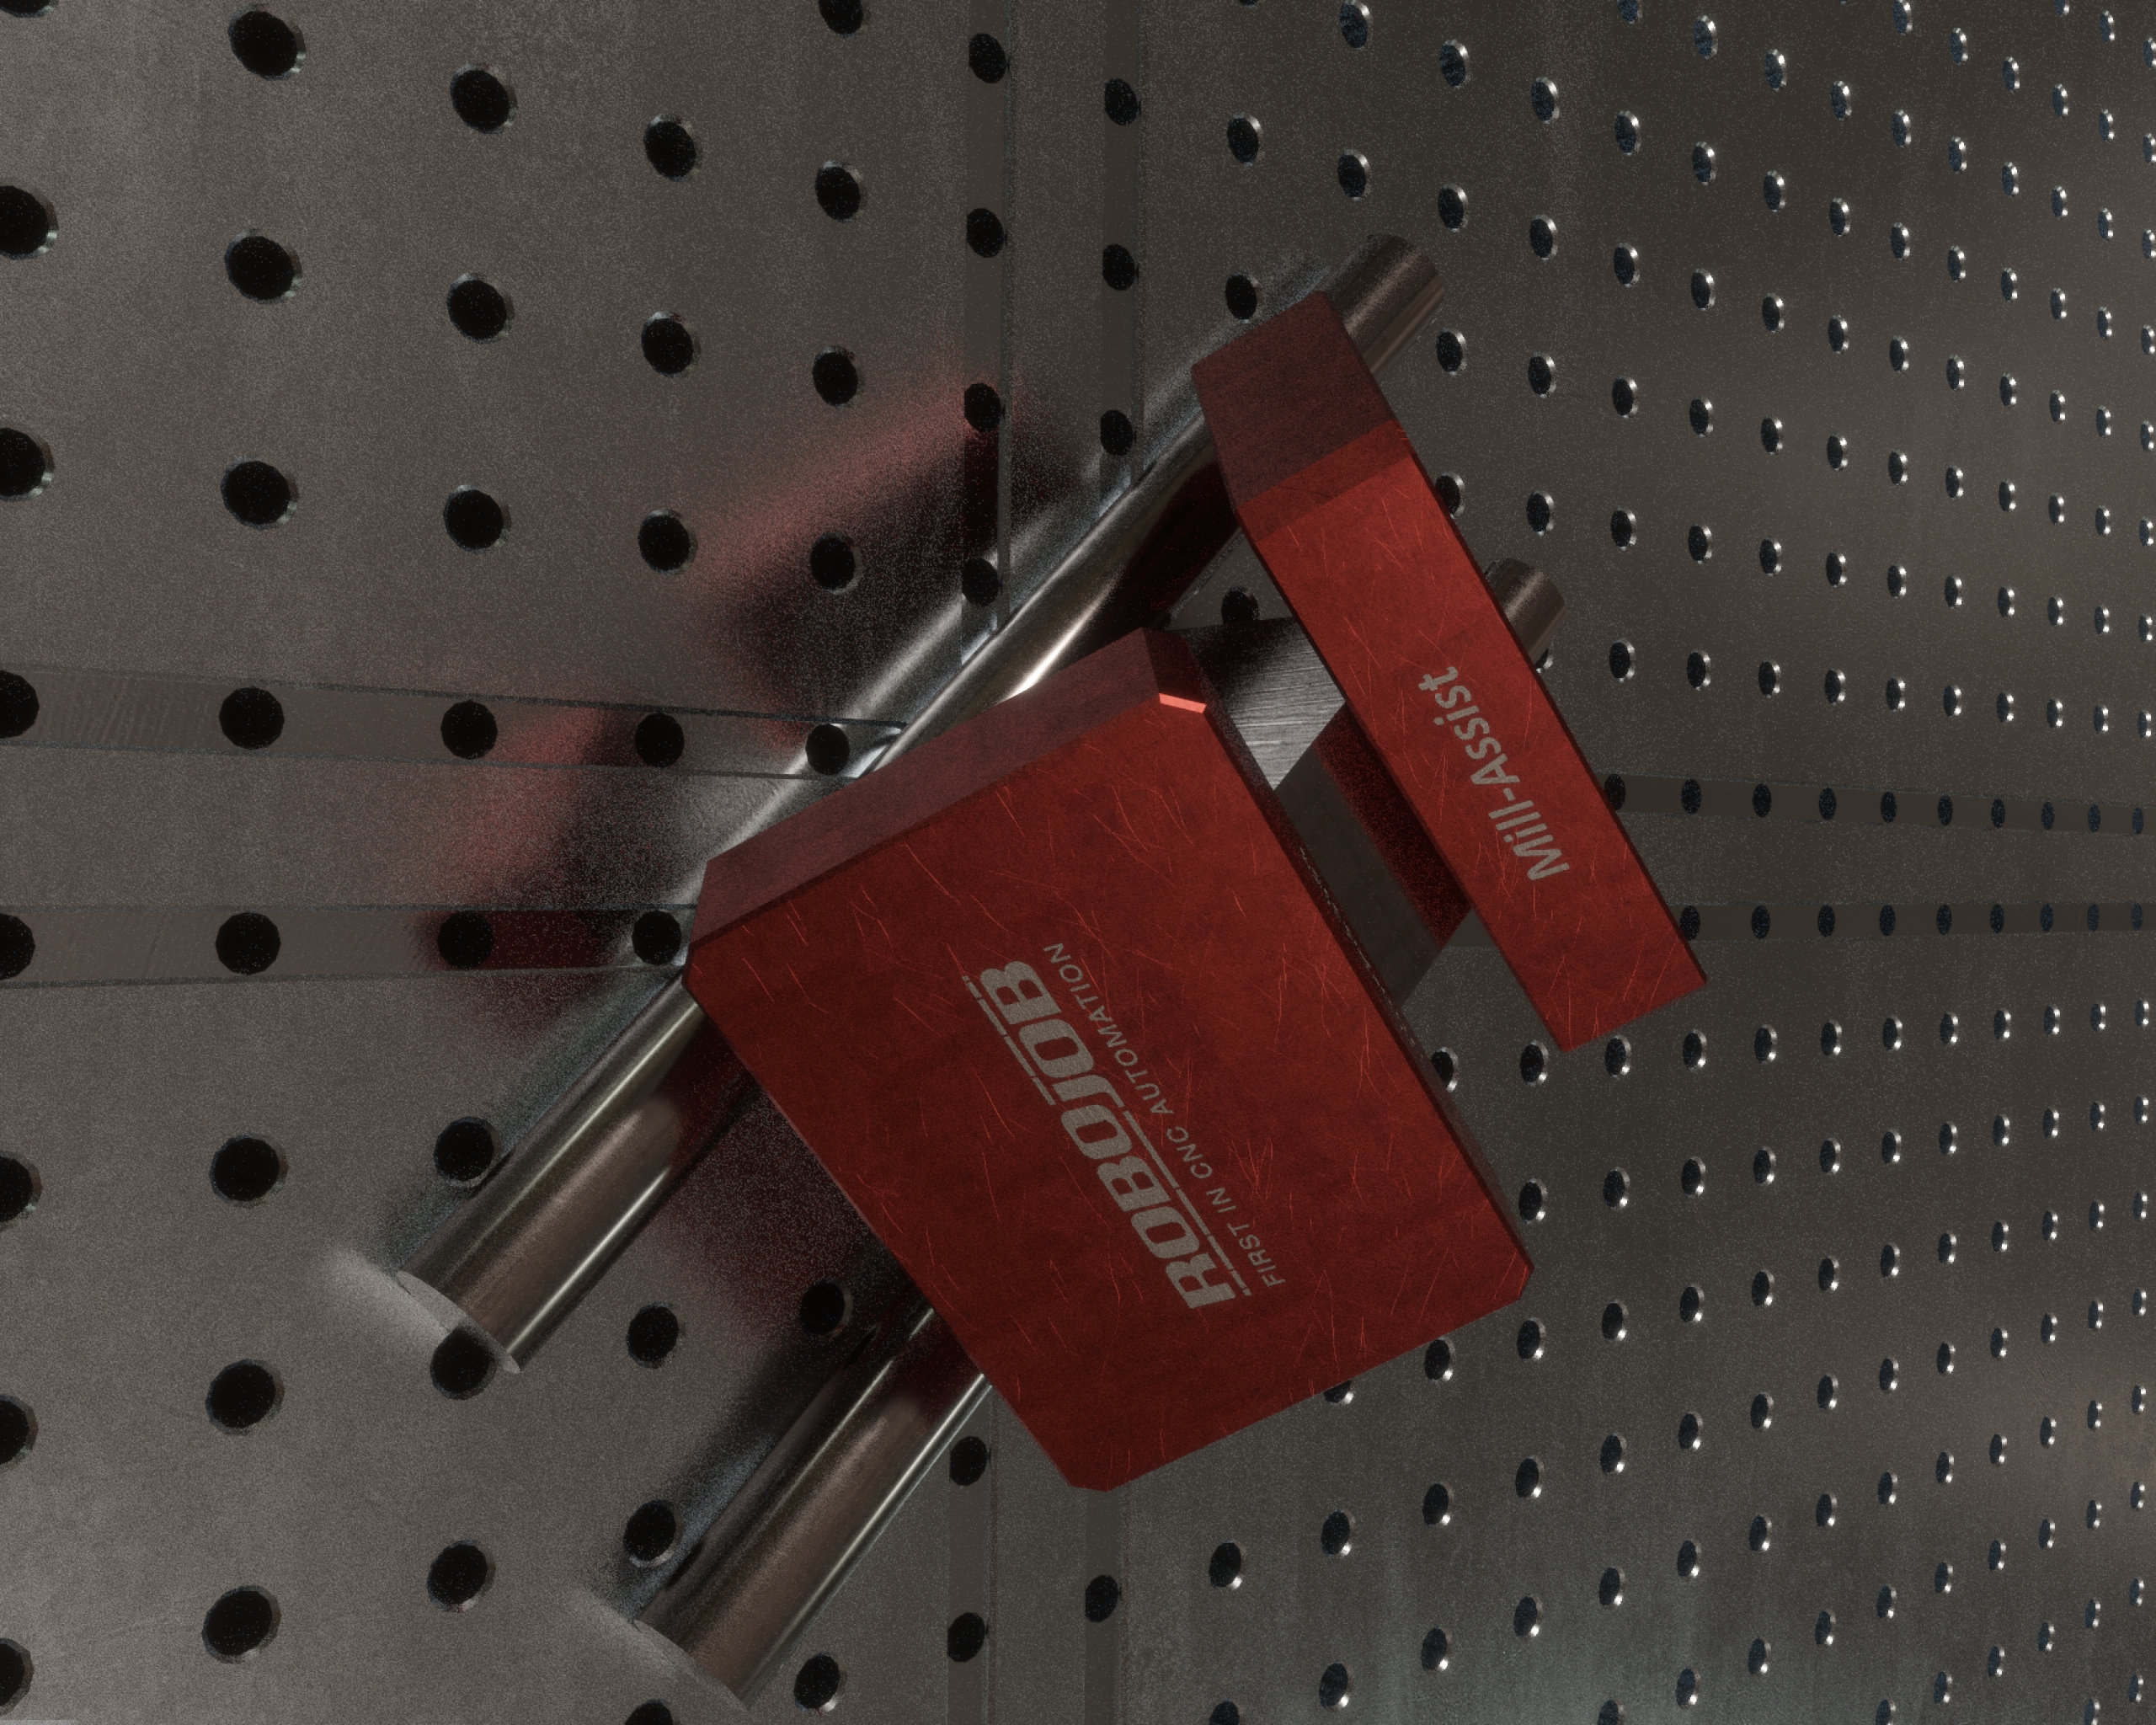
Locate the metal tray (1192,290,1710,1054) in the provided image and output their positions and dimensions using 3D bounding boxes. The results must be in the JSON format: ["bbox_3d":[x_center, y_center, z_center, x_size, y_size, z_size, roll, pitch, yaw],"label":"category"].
[{"bbox_3d":[0.070,-0.037,0.399,0.130,0.030,0.090,54,15,-26],"label":"metal tray"}]

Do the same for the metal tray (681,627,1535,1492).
[{"bbox_3d":[0.008,0.037,0.347,0.090,0.030,0.130,-28,115,9],"label":"metal tray"}]

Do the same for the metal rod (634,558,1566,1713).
[{"bbox_3d":[0.020,0.037,0.428,0.301,0.025,0.025,-49,120,-29],"label":"metal rod"}]

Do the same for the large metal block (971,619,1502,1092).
[{"bbox_3d":[0.027,-0.002,0.397,0.080,0.080,0.050,-50,120,-29],"label":"large metal block"}]

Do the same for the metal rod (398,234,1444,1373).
[{"bbox_3d":[-0.013,-0.029,0.400,0.301,0.025,0.025,-50,120,-28],"label":"metal rod"}]
